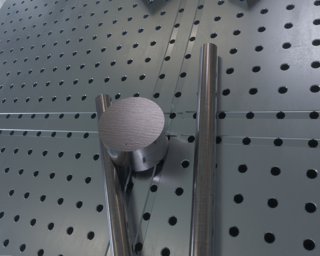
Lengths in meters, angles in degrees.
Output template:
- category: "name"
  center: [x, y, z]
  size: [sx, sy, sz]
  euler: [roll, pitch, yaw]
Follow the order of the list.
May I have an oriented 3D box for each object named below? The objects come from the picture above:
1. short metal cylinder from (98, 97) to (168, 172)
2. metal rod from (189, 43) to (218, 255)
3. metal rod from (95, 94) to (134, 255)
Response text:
- category: "short metal cylinder"
  center: [-0.032, 0.008, 0.390]
  size: [0.080, 0.050, 0.080]
  euler: [-4, 55, 5]
- category: "metal rod"
  center: [0.054, 0.019, 0.368]
  size: [0.025, 0.025, 0.299]
  euler: [-7, 58, 24]
- category: "metal rod"
  center: [-0.058, 0.074, 0.393]
  size: [0.025, 0.025, 0.299]
  euler: [-24, 53, 13]
